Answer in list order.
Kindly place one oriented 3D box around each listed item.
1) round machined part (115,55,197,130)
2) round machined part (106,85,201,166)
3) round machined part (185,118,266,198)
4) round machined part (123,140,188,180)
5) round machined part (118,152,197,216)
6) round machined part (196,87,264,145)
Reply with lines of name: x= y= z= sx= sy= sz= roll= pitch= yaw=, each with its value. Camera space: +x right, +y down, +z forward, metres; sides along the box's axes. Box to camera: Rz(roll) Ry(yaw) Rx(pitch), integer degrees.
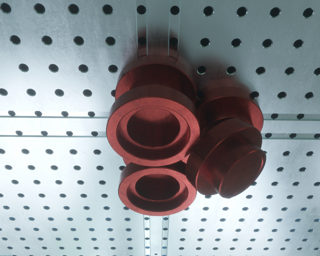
round machined part: x=-0.005 y=-0.034 z=0.372 sx=0.099 sy=0.042 sz=0.097 roll=0 pitch=130 yaw=0
round machined part: x=-0.007 y=-0.006 z=0.339 sx=0.099 sy=0.042 sz=0.097 roll=0 pitch=130 yaw=0
round machined part: x=0.081 y=0.041 z=0.352 sx=0.099 sy=0.042 sz=0.097 roll=-22 pitch=134 yaw=-24
round machined part: x=-0.004 y=0.041 z=0.436 sx=0.099 sy=0.042 sz=0.097 roll=0 pitch=130 yaw=0
round machined part: x=-0.003 y=0.069 z=0.403 sx=0.099 sy=0.042 sz=0.097 roll=0 pitch=130 yaw=0
round machined part: x=0.084 y=-0.001 z=0.401 sx=0.099 sy=0.042 sz=0.097 roll=0 pitch=130 yaw=0
